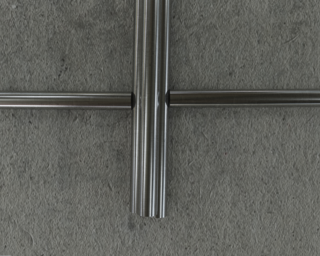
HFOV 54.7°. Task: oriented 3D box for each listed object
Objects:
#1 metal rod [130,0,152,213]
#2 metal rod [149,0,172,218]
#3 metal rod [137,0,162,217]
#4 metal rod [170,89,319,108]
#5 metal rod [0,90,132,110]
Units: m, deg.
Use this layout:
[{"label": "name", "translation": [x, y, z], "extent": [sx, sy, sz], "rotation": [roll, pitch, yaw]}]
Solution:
[{"label": "metal rod", "translation": [-0.025, -0.039, 0.411], "extent": [0.025, 0.025, 0.298], "rotation": [1, 90, -1]}, {"label": "metal rod", "translation": [0.000, -0.033, 0.412], "extent": [0.025, 0.025, 0.298], "rotation": [1, 90, -1]}, {"label": "metal rod", "translation": [-0.013, -0.040, 0.391], "extent": [0.025, 0.025, 0.298], "rotation": [1, 90, -1]}, {"label": "metal rod", "translation": [0.164, -0.040, 0.413], "extent": [0.302, 0.025, 0.025], "rotation": [0, 90, -1]}, {"label": "metal rod", "translation": [-0.188, -0.037, 0.408], "extent": [0.302, 0.025, 0.025], "rotation": [0, 90, -1]}]
